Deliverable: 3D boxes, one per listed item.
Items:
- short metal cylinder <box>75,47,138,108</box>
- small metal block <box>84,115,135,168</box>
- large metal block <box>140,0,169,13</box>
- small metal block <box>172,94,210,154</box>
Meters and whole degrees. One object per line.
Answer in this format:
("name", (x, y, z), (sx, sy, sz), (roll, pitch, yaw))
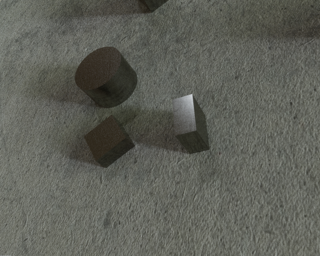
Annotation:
("short metal cylinder", (-0.082, -0.078, 0.477), (0.080, 0.050, 0.080), (-13, 56, 20))
("small metal block", (-0.070, 0.018, 0.428), (0.050, 0.025, 0.050), (-38, 51, 2))
("large metal block", (-0.028, -0.265, 0.544), (0.050, 0.080, 0.080), (-36, 51, 4))
("small metal block", (0.037, -0.004, 0.370), (0.025, 0.050, 0.050), (-15, 56, 19))
